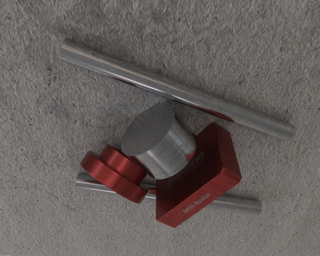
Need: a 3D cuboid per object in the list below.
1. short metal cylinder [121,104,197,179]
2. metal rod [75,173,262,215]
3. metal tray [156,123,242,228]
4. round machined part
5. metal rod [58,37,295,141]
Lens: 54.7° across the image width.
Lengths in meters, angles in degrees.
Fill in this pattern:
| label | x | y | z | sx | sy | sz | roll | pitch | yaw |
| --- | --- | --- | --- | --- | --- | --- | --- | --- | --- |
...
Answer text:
| label | x | y | z | sx | sy | sz | roll | pitch | yaw |
| --- | --- | --- | --- | --- | --- | --- | --- | --- | --- |
| short metal cylinder | -0.001 | 0.016 | 0.385 | 0.080 | 0.080 | 0.050 | -29 | 125 | 22 |
| metal rod | 0.019 | 0.108 | 0.499 | 0.302 | 0.025 | 0.025 | 10 | 129 | -9 |
| metal tray | 0.045 | 0.065 | 0.419 | 0.030 | 0.090 | 0.129 | 30 | 124 | -23 |
| round machined part | -0.055 | 0.057 | 0.421 | 0.098 | 0.098 | 0.042 | 38 | 83 | -28 |
| metal rod | 0.033 | -0.040 | 0.373 | 0.302 | 0.025 | 0.025 | 18 | 128 | -16 |
